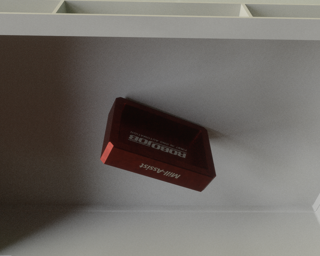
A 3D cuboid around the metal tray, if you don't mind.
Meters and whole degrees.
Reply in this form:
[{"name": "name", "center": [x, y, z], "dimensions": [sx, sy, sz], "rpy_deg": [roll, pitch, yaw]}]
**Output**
[{"name": "metal tray", "center": [0.000, 0.019, 0.378], "dimensions": [0.131, 0.090, 0.030], "rpy_deg": [19, 127, -17]}]
